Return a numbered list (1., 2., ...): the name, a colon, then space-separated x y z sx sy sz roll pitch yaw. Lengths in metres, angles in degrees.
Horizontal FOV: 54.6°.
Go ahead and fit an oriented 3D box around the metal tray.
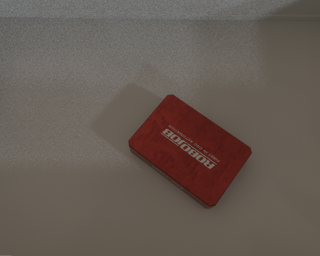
1. metal tray: 0.037 0.028 0.397 0.130 0.030 0.090 36 74 12
